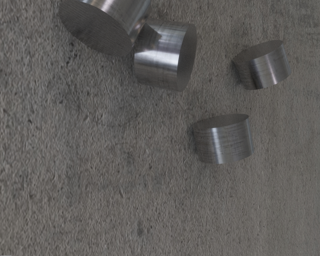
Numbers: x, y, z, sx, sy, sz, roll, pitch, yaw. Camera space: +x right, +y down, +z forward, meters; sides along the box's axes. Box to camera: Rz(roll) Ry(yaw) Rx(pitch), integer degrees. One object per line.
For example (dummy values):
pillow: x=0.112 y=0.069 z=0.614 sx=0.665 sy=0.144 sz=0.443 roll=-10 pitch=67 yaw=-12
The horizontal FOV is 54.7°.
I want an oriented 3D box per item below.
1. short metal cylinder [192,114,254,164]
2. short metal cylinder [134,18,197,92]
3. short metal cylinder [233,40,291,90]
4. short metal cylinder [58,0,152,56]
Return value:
short metal cylinder: x=0.090 y=0.014 z=0.444 sx=0.081 sy=0.080 sz=0.050 roll=-21 pitch=104 yaw=-38
short metal cylinder: x=0.009 y=-0.087 z=0.371 sx=0.080 sy=0.050 sz=0.080 roll=13 pitch=91 yaw=-74
short metal cylinder: x=0.167 y=-0.104 z=0.508 sx=0.080 sy=0.080 sz=0.050 roll=-40 pitch=115 yaw=-33
short metal cylinder: x=-0.056 y=-0.120 z=0.322 sx=0.080 sy=0.080 sz=0.050 roll=36 pitch=68 yaw=-34
